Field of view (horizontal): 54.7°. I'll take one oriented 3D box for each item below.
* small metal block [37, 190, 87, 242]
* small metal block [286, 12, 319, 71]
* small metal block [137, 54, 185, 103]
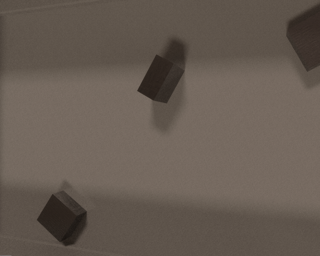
[{"bbox_3d":[-0.146,0.130,0.460,0.050,0.025,0.050,36,101,16],"label":"small metal block"},{"bbox_3d":[0.179,-0.099,0.348,0.050,0.025,0.050,-28,81,17],"label":"small metal block"},{"bbox_3d":[0.002,-0.061,0.396,0.025,0.050,0.050,32,100,17],"label":"small metal block"}]
